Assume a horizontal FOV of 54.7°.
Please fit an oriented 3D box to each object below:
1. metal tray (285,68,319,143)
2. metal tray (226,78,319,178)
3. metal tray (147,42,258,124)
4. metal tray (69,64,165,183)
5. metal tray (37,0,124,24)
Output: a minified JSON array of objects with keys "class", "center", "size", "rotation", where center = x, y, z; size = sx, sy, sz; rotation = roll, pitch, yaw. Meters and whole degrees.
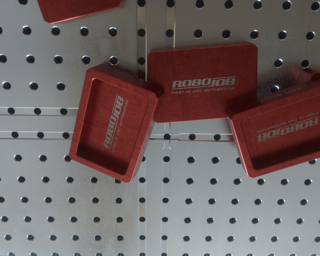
[{"class":"metal tray","center":[0.240,-0.021,0.406],"size":[0.131,0.030,0.089],"rotation":[10,110,-5]},{"class":"metal tray","center":[0.157,0.000,0.380],"size":[0.131,0.030,0.090],"rotation":[-19,109,6]},{"class":"metal tray","center":[0.053,-0.057,0.391],"size":[0.131,0.030,0.089],"rotation":[-5,110,1]},{"class":"metal tray","center":[-0.057,-0.004,0.389],"size":[0.090,0.030,0.129],"rotation":[22,115,7]},{"class":"metal tray","center":[-0.101,-0.190,0.339],"size":[0.090,0.030,0.129],"rotation":[-13,110,4]}]
